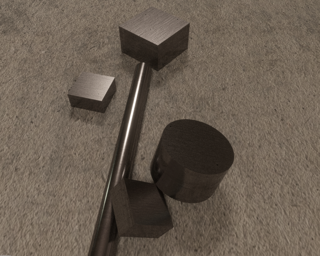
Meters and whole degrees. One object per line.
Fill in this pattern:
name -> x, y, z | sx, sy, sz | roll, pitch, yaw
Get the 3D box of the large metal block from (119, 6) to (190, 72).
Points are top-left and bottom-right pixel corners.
large metal block -> -0.009, -0.149, 0.512 | 0.080, 0.050, 0.080 | 32, 57, 24

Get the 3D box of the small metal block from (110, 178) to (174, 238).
small metal block -> -0.019, 0.082, 0.316 | 0.050, 0.025, 0.050 | 20, 37, -40

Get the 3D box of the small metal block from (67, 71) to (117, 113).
small metal block -> -0.096, -0.052, 0.446 | 0.050, 0.025, 0.050 | 12, 51, 9

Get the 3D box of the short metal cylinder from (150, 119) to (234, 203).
short metal cylinder -> 0.034, 0.035, 0.344 | 0.081, 0.050, 0.080 | 12, 41, -10

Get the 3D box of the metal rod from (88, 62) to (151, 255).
metal rod -> -0.042, 0.023, 0.383 | 0.025, 0.025, 0.300 | 5, 50, 4
